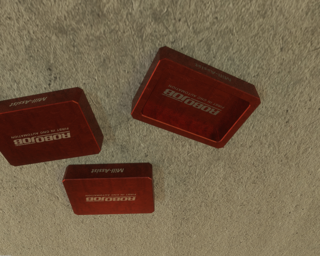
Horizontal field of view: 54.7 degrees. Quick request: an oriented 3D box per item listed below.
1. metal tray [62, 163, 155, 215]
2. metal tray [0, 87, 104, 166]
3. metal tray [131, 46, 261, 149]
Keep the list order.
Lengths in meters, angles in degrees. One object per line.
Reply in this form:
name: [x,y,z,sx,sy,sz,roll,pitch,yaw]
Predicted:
metal tray: [-0.076,0.097,0.486,0.131,0.030,0.089,-2,130,1]
metal tray: [-0.151,0.002,0.404,0.131,0.030,0.090,-9,130,7]
metal tray: [0.041,-0.032,0.376,0.131,0.030,0.089,20,127,-17]
